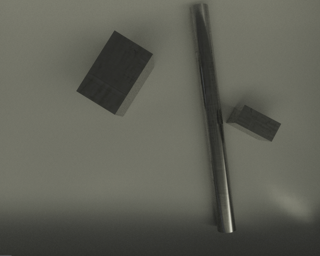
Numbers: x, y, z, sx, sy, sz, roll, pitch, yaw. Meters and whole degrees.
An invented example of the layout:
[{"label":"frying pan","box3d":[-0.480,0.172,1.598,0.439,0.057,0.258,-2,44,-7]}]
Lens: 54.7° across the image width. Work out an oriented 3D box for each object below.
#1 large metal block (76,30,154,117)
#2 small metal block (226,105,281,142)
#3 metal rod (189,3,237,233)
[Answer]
[{"label":"large metal block","box3d":[-0.050,-0.062,0.383,0.050,0.080,0.080,32,90,-1]},{"label":"small metal block","box3d":[0.119,-0.006,0.401,0.050,0.050,0.025,28,90,-1]},{"label":"metal rod","box3d":[0.070,-0.013,0.412,0.025,0.025,0.298,-7,90,0]}]
